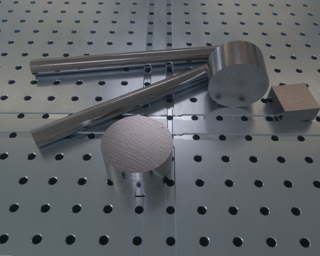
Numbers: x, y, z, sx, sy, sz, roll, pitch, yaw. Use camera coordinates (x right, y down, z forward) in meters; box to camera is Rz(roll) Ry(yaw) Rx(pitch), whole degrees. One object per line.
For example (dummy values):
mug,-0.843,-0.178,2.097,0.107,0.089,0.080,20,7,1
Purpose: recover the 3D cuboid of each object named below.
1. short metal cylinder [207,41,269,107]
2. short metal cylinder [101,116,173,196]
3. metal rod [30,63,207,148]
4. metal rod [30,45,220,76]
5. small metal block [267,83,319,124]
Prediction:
short metal cylinder,0.108,-0.074,0.435,0.080,0.080,0.050,3,50,2
short metal cylinder,-0.026,0.032,0.365,0.081,0.050,0.080,0,50,0
metal rod,-0.029,-0.043,0.443,0.302,0.025,0.025,-24,54,-19
metal rod,-0.050,-0.109,0.498,0.302,0.025,0.025,-6,50,-5
small metal block,0.188,-0.035,0.439,0.050,0.025,0.050,-6,50,-5
